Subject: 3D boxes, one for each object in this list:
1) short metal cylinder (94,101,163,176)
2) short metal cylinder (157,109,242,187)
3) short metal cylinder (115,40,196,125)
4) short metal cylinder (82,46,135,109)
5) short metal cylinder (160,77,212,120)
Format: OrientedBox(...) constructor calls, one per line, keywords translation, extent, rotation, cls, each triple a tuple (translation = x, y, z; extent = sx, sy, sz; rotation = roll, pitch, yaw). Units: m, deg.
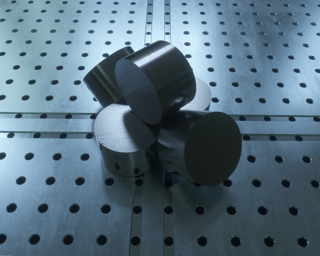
OrientedBox(translation=(-0.037, 0.012, 0.380), extent=(0.081, 0.050, 0.080), rotation=(0, 50, 0), cls="short metal cylinder")
OrientedBox(translation=(0.044, 0.020, 0.346), extent=(0.080, 0.080, 0.050), rotation=(-33, 22, -25), cls="short metal cylinder")
OrientedBox(translation=(-0.006, -0.051, 0.348), extent=(0.050, 0.080, 0.080), rotation=(-34, 58, -25), cls="short metal cylinder")
OrientedBox(translation=(-0.055, -0.065, 0.417), extent=(0.080, 0.080, 0.050), rotation=(-39, 94, -28), cls="short metal cylinder")
OrientedBox(translation=(0.026, -0.028, 0.415), extent=(0.081, 0.050, 0.080), rotation=(0, 50, 0), cls="short metal cylinder")
